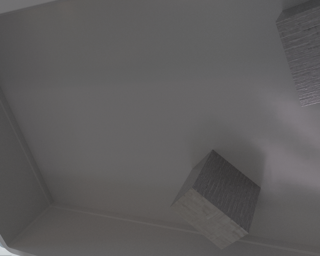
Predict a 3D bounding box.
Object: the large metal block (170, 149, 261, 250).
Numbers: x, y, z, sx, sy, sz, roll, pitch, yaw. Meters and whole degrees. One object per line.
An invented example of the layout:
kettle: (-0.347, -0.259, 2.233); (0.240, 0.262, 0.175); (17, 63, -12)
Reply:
large metal block: (0.072, 0.087, 0.389); (0.080, 0.080, 0.050); (39, 129, 2)

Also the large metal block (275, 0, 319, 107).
large metal block: (0.155, -0.073, 0.266); (0.080, 0.050, 0.080); (-13, 112, 33)
